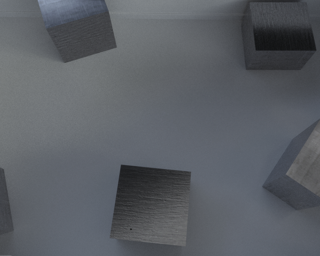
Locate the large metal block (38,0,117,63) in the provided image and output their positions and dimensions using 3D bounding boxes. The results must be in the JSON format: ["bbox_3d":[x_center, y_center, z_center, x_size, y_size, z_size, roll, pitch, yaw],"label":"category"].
[{"bbox_3d":[-0.111,-0.144,0.432,0.080,0.080,0.050,-19,71,-7],"label":"large metal block"}]

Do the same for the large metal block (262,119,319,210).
[{"bbox_3d":[0.175,0.046,0.365,0.050,0.080,0.080,35,74,12],"label":"large metal block"}]

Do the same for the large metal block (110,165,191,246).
[{"bbox_3d":[-0.009,0.091,0.363,0.080,0.050,0.080,6,70,2],"label":"large metal block"}]

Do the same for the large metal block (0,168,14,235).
[{"bbox_3d":[-0.228,0.092,0.361,0.080,0.050,0.080,-17,71,-6],"label":"large metal block"}]

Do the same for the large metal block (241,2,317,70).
[{"bbox_3d":[0.166,-0.131,0.445,0.081,0.050,0.080,0,70,0],"label":"large metal block"}]
